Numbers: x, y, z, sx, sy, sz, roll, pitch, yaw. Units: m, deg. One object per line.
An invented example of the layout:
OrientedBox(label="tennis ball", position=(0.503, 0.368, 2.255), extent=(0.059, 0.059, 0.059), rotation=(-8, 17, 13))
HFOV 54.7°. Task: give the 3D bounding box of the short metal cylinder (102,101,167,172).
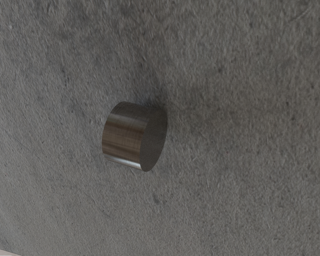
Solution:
OrientedBox(label="short metal cylinder", position=(-0.030, 0.010, 0.392), extent=(0.050, 0.080, 0.079), rotation=(14, 124, 20))
